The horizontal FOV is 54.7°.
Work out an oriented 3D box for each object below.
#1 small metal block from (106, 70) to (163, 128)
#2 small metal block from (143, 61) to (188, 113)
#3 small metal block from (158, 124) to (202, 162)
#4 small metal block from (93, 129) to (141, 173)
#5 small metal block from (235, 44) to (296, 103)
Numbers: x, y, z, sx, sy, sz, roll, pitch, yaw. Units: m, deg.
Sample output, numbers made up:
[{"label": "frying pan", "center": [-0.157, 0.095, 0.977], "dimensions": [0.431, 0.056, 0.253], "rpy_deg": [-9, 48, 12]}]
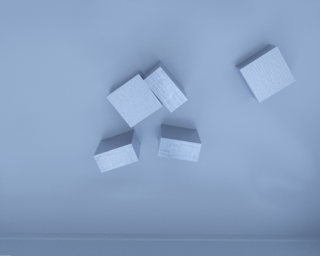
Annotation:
[{"label": "small metal block", "center": [-0.031, -0.037, 0.397], "dimensions": [0.050, 0.025, 0.050], "rpy_deg": [-34, 107, 11]}, {"label": "small metal block", "center": [0.007, -0.052, 0.379], "dimensions": [0.025, 0.050, 0.050], "rpy_deg": [-38, 106, 13]}, {"label": "small metal block", "center": [0.024, 0.018, 0.405], "dimensions": [0.050, 0.050, 0.025], "rpy_deg": [9, 110, -4]}, {"label": "small metal block", "center": [-0.054, 0.029, 0.408], "dimensions": [0.050, 0.050, 0.025], "rpy_deg": [-18, 109, 6]}, {"label": "small metal block", "center": [0.131, -0.068, 0.387], "dimensions": [0.050, 0.025, 0.050], "rpy_deg": [-33, 107, 11]}]
